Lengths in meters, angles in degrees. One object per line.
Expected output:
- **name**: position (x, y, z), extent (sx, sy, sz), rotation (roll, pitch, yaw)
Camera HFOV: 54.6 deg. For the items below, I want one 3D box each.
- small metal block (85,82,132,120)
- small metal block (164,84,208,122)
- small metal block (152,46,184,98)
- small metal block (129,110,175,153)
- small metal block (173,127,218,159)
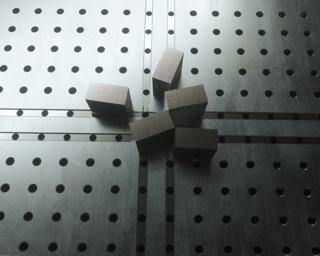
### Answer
- **small metal block**: position (-0.066, -0.035, 0.411), extent (0.050, 0.050, 0.025), rotation (8, 70, 3)
- **small metal block**: position (0.033, -0.031, 0.410), extent (0.050, 0.050, 0.025), rotation (-11, 71, -4)
- **small metal block**: position (0.011, -0.074, 0.426), extent (0.025, 0.050, 0.050), rotation (20, 71, 7)
- **small metal block**: position (-0.010, 0.005, 0.397), extent (0.050, 0.050, 0.025), rotation (-20, 71, -7)
- **small metal block**: position (0.043, 0.021, 0.391), extent (0.050, 0.050, 0.025), rotation (3, 70, 1)
